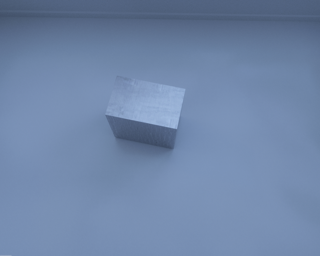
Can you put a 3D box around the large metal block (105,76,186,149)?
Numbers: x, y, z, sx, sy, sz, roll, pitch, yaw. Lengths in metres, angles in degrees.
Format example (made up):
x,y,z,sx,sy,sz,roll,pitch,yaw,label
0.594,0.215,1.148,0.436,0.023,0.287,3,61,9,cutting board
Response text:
x,y,z,sx,sy,sz,roll,pitch,yaw,label
-0.016,-0.016,0.384,0.080,0.080,0.050,12,71,4,large metal block
